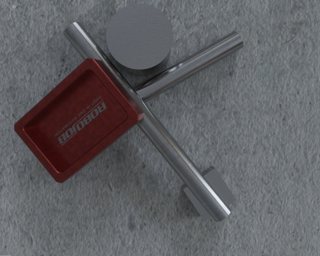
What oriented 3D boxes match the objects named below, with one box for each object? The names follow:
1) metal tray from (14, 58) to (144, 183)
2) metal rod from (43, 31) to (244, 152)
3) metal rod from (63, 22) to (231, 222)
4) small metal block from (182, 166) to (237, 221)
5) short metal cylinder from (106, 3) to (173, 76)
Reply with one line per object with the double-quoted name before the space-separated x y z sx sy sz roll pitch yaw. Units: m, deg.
"metal tray" -0.096 -0.008 0.369 0.130 0.030 0.090 -39 90 11
"metal rod" -0.027 -0.044 0.411 0.301 0.025 0.025 -30 90 -1
"metal rod" -0.015 -0.007 0.386 0.025 0.025 0.300 -39 91 0
"small metal block" 0.064 0.086 0.412 0.050 0.025 0.050 -34 90 0
"short metal cylinder" -0.025 -0.110 0.398 0.081 0.050 0.079 0 90 -1
